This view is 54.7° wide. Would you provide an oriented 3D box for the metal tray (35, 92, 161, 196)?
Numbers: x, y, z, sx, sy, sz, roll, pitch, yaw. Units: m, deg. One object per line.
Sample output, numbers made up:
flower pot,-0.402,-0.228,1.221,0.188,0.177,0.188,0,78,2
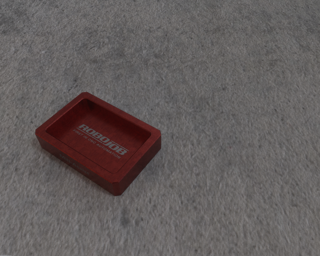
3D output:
metal tray,-0.075,0.014,0.386,0.130,0.030,0.090,28,55,21
